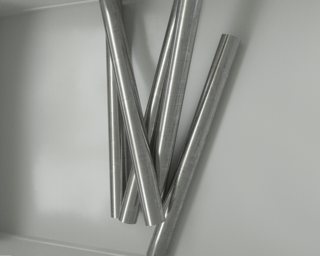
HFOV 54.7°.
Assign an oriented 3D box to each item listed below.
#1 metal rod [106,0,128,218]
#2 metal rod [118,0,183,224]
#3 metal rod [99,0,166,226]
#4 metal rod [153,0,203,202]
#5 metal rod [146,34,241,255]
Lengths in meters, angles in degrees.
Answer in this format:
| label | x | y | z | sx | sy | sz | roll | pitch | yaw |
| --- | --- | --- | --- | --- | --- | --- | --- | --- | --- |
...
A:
| label | x | y | z | sx | sy | sz | roll | pitch | yaw |
| --- | --- | --- | --- | --- | --- | --- | --- | --- | --- |
| metal rod | -0.060 | -0.027 | 0.431 | 0.025 | 0.025 | 0.298 | -2 | 89 | 20 |
| metal rod | -0.006 | -0.023 | 0.404 | 0.025 | 0.025 | 0.298 | 15 | 92 | 19 |
| metal rod | -0.037 | -0.032 | 0.388 | 0.025 | 0.025 | 0.299 | -15 | 82 | 19 |
| metal rod | 0.015 | -0.036 | 0.361 | 0.025 | 0.025 | 0.298 | 17 | 112 | 19 |
| metal rod | 0.040 | 0.030 | 0.396 | 0.025 | 0.025 | 0.298 | 21 | 97 | 19 |
